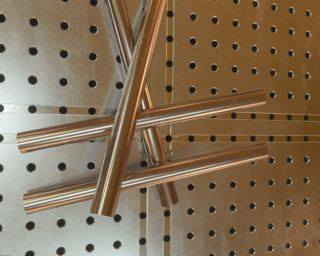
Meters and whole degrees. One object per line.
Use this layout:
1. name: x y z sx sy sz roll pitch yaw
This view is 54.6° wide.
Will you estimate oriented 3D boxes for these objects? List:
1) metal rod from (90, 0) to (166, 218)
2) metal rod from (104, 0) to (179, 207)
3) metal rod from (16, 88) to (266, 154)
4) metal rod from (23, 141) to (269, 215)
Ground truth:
1. metal rod: -0.030 -0.049 0.363 0.025 0.025 0.299 19 69 -19
2. metal rod: -0.026 -0.043 0.402 0.025 0.025 0.299 -17 96 -19
3. metal rod: -0.014 -0.011 0.380 0.302 0.025 0.025 -11 94 -10
4. metal rod: -0.008 0.058 0.384 0.302 0.025 0.025 -11 94 -10
